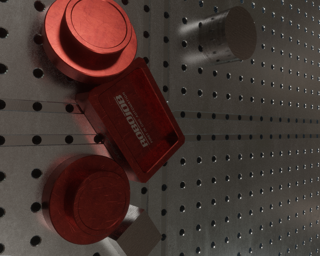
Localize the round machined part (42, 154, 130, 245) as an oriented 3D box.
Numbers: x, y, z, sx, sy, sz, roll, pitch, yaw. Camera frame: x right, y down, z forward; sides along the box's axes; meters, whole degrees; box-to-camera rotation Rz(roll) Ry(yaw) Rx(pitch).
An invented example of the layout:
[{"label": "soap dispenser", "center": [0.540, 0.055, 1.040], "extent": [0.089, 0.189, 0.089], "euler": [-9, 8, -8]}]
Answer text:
[{"label": "round machined part", "center": [-0.072, 0.079, 0.339], "extent": [0.099, 0.042, 0.097], "euler": [0, 90, -40]}]

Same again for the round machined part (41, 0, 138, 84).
[{"label": "round machined part", "center": [-0.068, -0.099, 0.323], "extent": [0.099, 0.042, 0.098], "euler": [9, 70, -26]}]

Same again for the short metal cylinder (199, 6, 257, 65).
[{"label": "short metal cylinder", "center": [0.107, -0.143, 0.485], "extent": [0.081, 0.050, 0.079], "euler": [-1, 91, -40]}]

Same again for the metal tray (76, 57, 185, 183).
[{"label": "metal tray", "center": [-0.030, -0.009, 0.382], "extent": [0.090, 0.030, 0.130], "euler": [-43, 116, -32]}]

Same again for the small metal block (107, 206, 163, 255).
[{"label": "small metal block", "center": [-0.031, 0.135, 0.385], "extent": [0.050, 0.025, 0.050], "euler": [-43, 116, -32]}]
